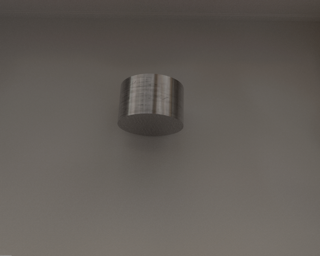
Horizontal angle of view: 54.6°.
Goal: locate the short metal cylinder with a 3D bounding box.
[{"bbox_3d":[-0.011,-0.026,0.387,0.080,0.080,0.050,2,70,1],"label":"short metal cylinder"}]
